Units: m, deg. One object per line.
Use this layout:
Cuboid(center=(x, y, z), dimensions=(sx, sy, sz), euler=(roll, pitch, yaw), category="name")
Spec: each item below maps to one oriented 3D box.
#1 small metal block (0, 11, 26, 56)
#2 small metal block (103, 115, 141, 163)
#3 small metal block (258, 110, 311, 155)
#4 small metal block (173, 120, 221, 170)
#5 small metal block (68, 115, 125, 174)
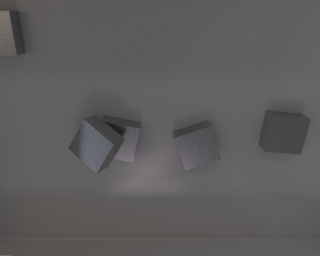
Cuboid(center=(-0.194, -0.112, 0.368), dimensions=(0.050, 0.025, 0.050), euler=(-1, 110, 0), category="small metal block")
Cuboid(center=(-0.055, 0.014, 0.416), dimensions=(0.050, 0.025, 0.050), euler=(11, 110, -4), category="small metal block")
Cuboid(center=(0.165, 0.006, 0.415), dimensions=(0.050, 0.025, 0.050), euler=(5, 110, -2), category="small metal block")
Cuboid(center=(0.050, 0.023, 0.420), dimensions=(0.050, 0.025, 0.050), euler=(-19, 109, 6), category="small metal block")
Cuboid(center=(-0.080, 0.020, 0.390), dimensions=(0.050, 0.025, 0.050), euler=(39, 116, 12), category="small metal block")
